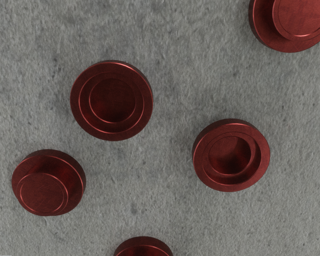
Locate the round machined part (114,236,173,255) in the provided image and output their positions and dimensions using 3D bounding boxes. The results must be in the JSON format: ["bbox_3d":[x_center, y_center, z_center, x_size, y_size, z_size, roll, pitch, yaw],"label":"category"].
[{"bbox_3d":[-0.027,0.222,0.482,0.099,0.042,0.097,0,110,-1],"label":"round machined part"}]

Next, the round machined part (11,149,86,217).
[{"bbox_3d":[-0.156,0.082,0.429,0.099,0.042,0.097,0,110,-1],"label":"round machined part"}]

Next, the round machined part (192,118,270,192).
[{"bbox_3d":[0.091,0.033,0.414,0.099,0.042,0.097,0,110,-1],"label":"round machined part"}]

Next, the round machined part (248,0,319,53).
[{"bbox_3d":[0.156,-0.135,0.353,0.099,0.042,0.097,0,110,-1],"label":"round machined part"}]

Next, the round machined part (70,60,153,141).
[{"bbox_3d":[-0.058,-0.036,0.387,0.099,0.042,0.097,0,110,-1],"label":"round machined part"}]
